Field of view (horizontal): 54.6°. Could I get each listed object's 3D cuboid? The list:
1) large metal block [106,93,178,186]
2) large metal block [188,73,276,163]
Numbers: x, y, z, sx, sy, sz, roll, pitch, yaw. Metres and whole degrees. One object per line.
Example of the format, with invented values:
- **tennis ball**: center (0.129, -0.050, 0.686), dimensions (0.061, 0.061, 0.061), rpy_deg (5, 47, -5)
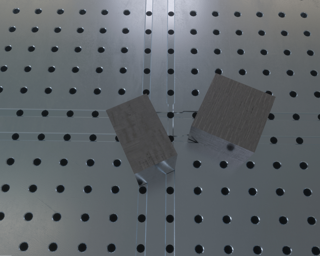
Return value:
- **large metal block**: center (-0.021, 0.018, 0.376), dimensions (0.050, 0.080, 0.080), rpy_deg (-24, 72, -8)
- **large metal block**: center (0.091, -0.013, 0.404), dimensions (0.080, 0.050, 0.080), rpy_deg (24, 72, 8)
